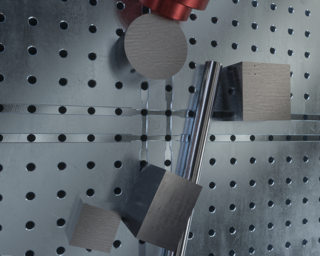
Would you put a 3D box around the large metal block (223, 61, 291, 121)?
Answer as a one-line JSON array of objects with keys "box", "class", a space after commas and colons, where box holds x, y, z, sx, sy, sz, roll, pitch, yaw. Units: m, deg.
[{"box": [0.140, -0.050, 0.451, 0.081, 0.050, 0.079, -1, 91, -20], "class": "large metal block"}]

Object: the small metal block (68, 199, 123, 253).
[{"box": [-0.080, 0.121, 0.383, 0.050, 0.025, 0.050, 20, 83, -19], "class": "small metal block"}]

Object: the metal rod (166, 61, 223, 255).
[{"box": [0.046, 0.054, 0.429, 0.025, 0.025, 0.298, 14, 85, -20], "class": "metal rod"}]

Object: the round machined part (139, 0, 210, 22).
[{"box": [0.012, -0.168, 0.388, 0.099, 0.098, 0.042, 14, 121, -20], "class": "round machined part"}]

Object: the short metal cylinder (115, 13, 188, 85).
[{"box": [-0.012, -0.098, 0.395, 0.081, 0.050, 0.079, 0, 90, -20], "class": "short metal cylinder"}]

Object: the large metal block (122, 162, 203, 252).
[{"box": [-0.002, 0.093, 0.383, 0.050, 0.080, 0.080, 28, 81, -18], "class": "large metal block"}]
